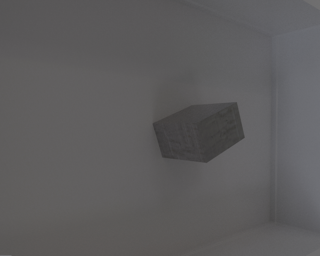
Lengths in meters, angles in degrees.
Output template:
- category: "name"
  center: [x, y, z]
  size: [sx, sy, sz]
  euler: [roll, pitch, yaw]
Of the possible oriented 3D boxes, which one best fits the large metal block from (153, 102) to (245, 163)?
- category: "large metal block"
  center: [0.051, 0.003, 0.413]
  size: [0.081, 0.080, 0.050]
  euler: [-26, 107, -37]
